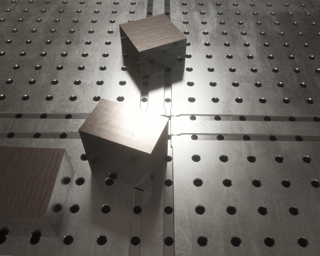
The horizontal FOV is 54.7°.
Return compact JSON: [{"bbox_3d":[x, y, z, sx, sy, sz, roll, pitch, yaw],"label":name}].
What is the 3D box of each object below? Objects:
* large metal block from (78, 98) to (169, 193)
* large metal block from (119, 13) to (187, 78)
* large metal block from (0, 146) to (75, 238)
[{"bbox_3d":[-0.037,0.021,0.354,0.080,0.080,0.050,17,52,13],"label":"large metal block"},{"bbox_3d":[-0.012,-0.137,0.506,0.081,0.050,0.080,-20,53,-17],"label":"large metal block"},{"bbox_3d":[-0.146,0.068,0.333,0.081,0.050,0.080,2,50,1],"label":"large metal block"}]
